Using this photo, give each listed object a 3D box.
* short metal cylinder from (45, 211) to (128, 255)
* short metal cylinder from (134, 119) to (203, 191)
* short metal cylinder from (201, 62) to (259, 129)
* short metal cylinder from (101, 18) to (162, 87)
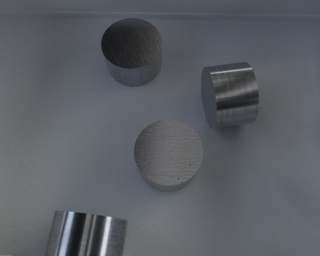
[{"bbox_3d":[-0.078,0.121,0.336,0.080,0.080,0.050,6,70,2],"label":"short metal cylinder"},{"bbox_3d":[0.010,0.035,0.383,0.081,0.050,0.080,0,70,0],"label":"short metal cylinder"},{"bbox_3d":[0.086,-0.041,0.396,0.050,0.080,0.080,-8,70,-3],"label":"short metal cylinder"},{"bbox_3d":[-0.038,-0.105,0.434,0.081,0.050,0.080,0,70,0],"label":"short metal cylinder"}]
